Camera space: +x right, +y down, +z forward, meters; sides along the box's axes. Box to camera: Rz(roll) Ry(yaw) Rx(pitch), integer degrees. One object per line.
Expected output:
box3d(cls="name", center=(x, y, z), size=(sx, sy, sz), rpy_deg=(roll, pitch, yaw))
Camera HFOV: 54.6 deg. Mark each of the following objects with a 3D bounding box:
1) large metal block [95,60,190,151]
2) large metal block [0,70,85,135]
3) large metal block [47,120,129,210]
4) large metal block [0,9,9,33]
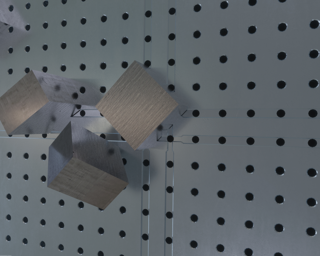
box3d(cls="large metal block", center=(-0.023, -0.028, 0.408), size=(0.080, 0.050, 0.080), rpy_deg=(47, 104, 14))
box3d(cls="large metal block", center=(-0.171, -0.033, 0.444), size=(0.080, 0.080, 0.050), rpy_deg=(-34, 79, 17))
box3d(cls="large metal block", center=(-0.094, 0.047, 0.400), size=(0.050, 0.080, 0.080), rpy_deg=(-48, 33, 14))
box3d(cls="large metal block", center=(-0.312, -0.182, 0.511), size=(0.080, 0.050, 0.080), rpy_deg=(-36, 79, 16))
